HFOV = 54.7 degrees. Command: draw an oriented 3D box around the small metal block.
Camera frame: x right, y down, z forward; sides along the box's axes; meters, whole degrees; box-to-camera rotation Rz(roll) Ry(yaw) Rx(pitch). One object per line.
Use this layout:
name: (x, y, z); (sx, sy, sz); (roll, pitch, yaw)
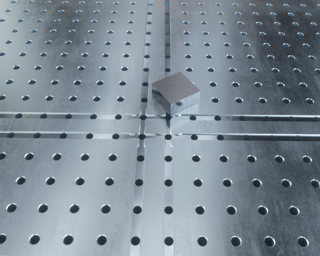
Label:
small metal block: (0.023, -0.050, 0.450); (0.050, 0.025, 0.050); (-26, 55, -20)
